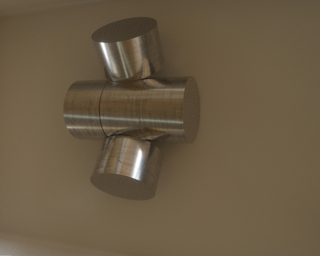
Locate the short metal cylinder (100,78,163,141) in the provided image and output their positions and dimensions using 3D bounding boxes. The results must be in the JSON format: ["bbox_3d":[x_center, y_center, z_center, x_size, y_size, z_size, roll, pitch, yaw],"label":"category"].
[{"bbox_3d":[-0.033,-0.023,0.391,0.050,0.080,0.080,1,91,20],"label":"short metal cylinder"}]

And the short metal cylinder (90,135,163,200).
[{"bbox_3d":[-0.040,0.051,0.386,0.080,0.080,0.050,0,56,20],"label":"short metal cylinder"}]

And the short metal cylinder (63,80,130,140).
[{"bbox_3d":[-0.081,-0.023,0.408,0.050,0.080,0.080,1,91,20],"label":"short metal cylinder"}]

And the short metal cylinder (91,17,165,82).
[{"bbox_3d":[-0.038,-0.099,0.385,0.080,0.080,0.050,2,129,20],"label":"short metal cylinder"}]

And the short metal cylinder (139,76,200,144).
[{"bbox_3d":[0.015,-0.022,0.374,0.050,0.080,0.080,1,91,20],"label":"short metal cylinder"}]
